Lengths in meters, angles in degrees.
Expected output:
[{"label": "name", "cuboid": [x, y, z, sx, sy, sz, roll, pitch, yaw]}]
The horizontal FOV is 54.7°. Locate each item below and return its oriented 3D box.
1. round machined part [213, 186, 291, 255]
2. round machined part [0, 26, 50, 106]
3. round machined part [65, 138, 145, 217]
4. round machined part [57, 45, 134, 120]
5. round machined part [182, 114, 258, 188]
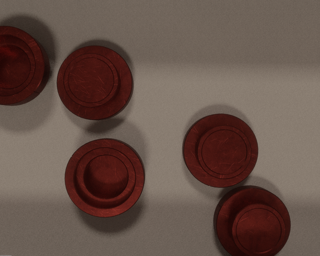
[{"label": "round machined part", "cuboid": [0.123, 0.127, 0.405, 0.099, 0.042, 0.097, 0, 90, -1]}, {"label": "round machined part", "cuboid": [-0.191, -0.077, 0.400, 0.099, 0.042, 0.097, 0, 90, -1]}, {"label": "round machined part", "cuboid": [-0.068, 0.062, 0.402, 0.099, 0.042, 0.097, 0, 90, -1]}, {"label": "round machined part", "cuboid": [-0.085, -0.059, 0.402, 0.099, 0.042, 0.097, 0, 90, -1]}, {"label": "round machined part", "cuboid": [0.080, 0.030, 0.404, 0.099, 0.042, 0.097, 0, 90, -1]}]
